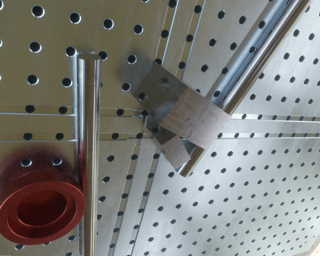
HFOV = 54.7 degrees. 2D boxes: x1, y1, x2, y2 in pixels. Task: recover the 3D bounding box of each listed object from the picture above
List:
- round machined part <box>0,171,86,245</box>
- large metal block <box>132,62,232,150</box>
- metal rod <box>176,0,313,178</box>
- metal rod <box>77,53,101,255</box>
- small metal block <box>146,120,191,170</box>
[{"bbox_3d":[-0.145,0.092,0.378,0.099,0.042,0.097,-14,125,-21],"label":"round machined part"},{"bbox_3d":[0.025,-0.027,0.375,0.080,0.080,0.050,28,103,-38],"label":"large metal block"},{"bbox_3d":[0.112,-0.054,0.441,0.025,0.025,0.299,24,105,-37],"label":"metal rod"},{"bbox_3d":[-0.092,0.055,0.396,0.025,0.025,0.298,-7,122,-25],"label":"metal rod"},{"bbox_3d":[0.011,0.020,0.415,0.025,0.050,0.050,-34,129,-6],"label":"small metal block"}]
